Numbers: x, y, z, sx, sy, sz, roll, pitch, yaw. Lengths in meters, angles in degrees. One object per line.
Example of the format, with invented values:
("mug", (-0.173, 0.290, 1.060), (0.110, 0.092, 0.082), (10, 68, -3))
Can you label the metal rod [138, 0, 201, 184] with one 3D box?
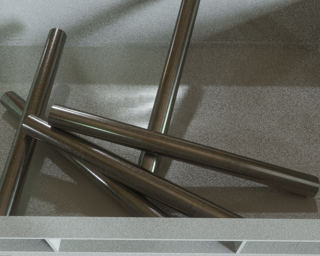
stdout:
("metal rod", (0.017, -0.074, 0.398), (0.025, 0.025, 0.299), (12, 72, 9))

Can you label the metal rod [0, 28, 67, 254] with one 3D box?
("metal rod", (-0.157, -0.008, 0.378), (0.025, 0.025, 0.299), (3, 60, 2))

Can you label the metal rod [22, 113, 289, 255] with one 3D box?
("metal rod", (-0.013, 0.058, 0.328), (0.301, 0.025, 0.025), (25, 54, 9))

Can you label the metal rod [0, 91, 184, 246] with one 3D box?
("metal rod", (-0.098, 0.034, 0.375), (0.300, 0.025, 0.025), (33, 57, 24))

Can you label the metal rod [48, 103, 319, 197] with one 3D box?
("metal rod", (0.029, 0.026, 0.344), (0.302, 0.025, 0.025), (16, 51, -3))
